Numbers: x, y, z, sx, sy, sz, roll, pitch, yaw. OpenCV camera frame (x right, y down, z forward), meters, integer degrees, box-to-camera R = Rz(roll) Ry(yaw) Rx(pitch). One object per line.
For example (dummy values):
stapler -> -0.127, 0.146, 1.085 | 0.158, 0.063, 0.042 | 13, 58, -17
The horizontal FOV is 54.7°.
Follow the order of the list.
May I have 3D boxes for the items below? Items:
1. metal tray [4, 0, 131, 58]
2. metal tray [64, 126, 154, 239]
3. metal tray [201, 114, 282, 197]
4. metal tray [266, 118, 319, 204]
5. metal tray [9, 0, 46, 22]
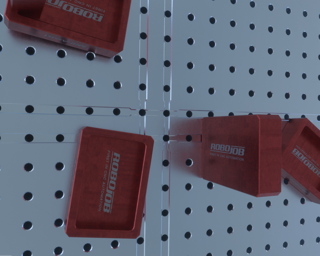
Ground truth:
metal tray -> -0.103, -0.145, 0.363 | 0.131, 0.030, 0.090 | 11, 85, -26
metal tray -> -0.063, 0.068, 0.387 | 0.091, 0.030, 0.129 | 9, 87, -20
metal tray -> 0.097, 0.030, 0.394 | 0.030, 0.130, 0.089 | 0, 90, -20
metal tray -> 0.244, 0.055, 0.502 | 0.130, 0.030, 0.090 | 38, 78, -17
metal tray -> -0.144, -0.186, 0.322 | 0.030, 0.090, 0.129 | -5, 92, -27
